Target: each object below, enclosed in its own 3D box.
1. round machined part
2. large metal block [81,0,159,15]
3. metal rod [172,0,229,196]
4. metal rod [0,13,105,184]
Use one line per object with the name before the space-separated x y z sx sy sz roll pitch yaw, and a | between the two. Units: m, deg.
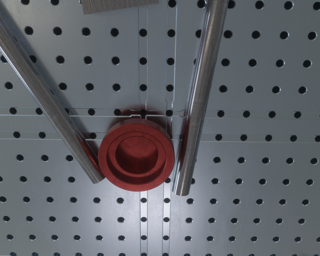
round machined part | -0.030 0.033 0.416 0.099 0.042 0.097 0 110 0
large metal block | -0.047 -0.171 0.336 0.080 0.050 0.079 -8 110 3
metal rod | 0.051 -0.047 0.396 0.025 0.025 0.298 8 110 -3
metal rod | -0.155 -0.053 0.392 0.025 0.025 0.299 -27 108 9
